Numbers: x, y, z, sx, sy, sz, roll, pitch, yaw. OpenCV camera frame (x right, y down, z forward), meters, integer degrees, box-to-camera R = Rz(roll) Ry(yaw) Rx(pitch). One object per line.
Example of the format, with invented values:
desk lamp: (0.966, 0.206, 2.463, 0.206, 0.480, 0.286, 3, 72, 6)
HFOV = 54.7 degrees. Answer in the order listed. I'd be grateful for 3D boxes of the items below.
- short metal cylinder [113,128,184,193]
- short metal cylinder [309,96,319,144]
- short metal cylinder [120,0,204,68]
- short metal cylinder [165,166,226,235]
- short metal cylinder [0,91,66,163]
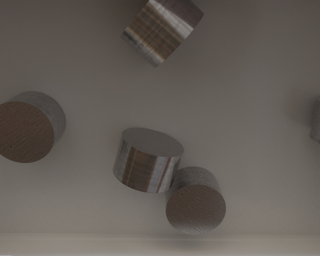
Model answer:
short metal cylinder: (-0.015, 0.039, 0.396, 0.081, 0.080, 0.050, 15, 109, -6)
short metal cylinder: (0.233, -0.007, 0.383, 0.081, 0.080, 0.050, 2, 110, -1)
short metal cylinder: (0.002, -0.113, 0.340, 0.050, 0.080, 0.080, 41, 105, -14)
short metal cylinder: (0.048, 0.101, 0.436, 0.081, 0.050, 0.079, 0, 110, -1)
short metal cylinder: (-0.168, -0.002, 0.395, 0.081, 0.050, 0.079, 0, 110, -1)
